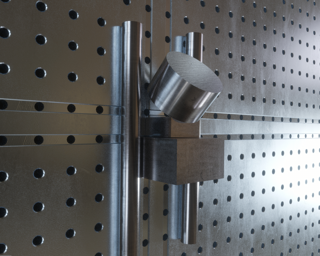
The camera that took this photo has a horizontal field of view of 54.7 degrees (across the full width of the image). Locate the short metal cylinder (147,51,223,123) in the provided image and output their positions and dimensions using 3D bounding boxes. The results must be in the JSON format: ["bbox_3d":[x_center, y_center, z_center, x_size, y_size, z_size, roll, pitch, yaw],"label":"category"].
[{"bbox_3d":[0.031,-0.052,0.391,0.080,0.050,0.080,23,35,-17],"label":"short metal cylinder"}]

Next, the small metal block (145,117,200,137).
[{"bbox_3d":[0.016,-0.001,0.406,0.050,0.050,0.025,2,89,-41],"label":"small metal block"}]

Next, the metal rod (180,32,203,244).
[{"bbox_3d":[0.046,0.014,0.447,0.025,0.025,0.298,3,89,-40],"label":"metal rod"}]

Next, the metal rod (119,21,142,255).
[{"bbox_3d":[-0.036,0.022,0.379,0.025,0.025,0.298,1,90,-40],"label":"metal rod"}]

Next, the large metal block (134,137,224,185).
[{"bbox_3d":[0.023,0.037,0.390,0.081,0.080,0.050,1,90,-40],"label":"large metal block"}]
